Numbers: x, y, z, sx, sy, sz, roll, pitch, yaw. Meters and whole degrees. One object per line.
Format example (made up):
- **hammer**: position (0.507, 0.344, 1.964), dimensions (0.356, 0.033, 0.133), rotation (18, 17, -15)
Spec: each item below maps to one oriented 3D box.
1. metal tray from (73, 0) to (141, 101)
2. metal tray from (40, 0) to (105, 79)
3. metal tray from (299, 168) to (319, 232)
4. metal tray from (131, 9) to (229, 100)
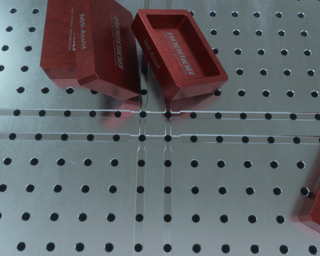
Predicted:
- **metal tray**: position (-0.069, -0.109, 0.408), dimensions (0.030, 0.090, 0.129), rotation (-15, 74, 29)
- **metal tray**: position (-0.121, -0.138, 0.458), dimensions (0.091, 0.030, 0.130), rotation (-1, 70, -1)
- **metal tray**: position (0.243, 0.079, 0.383), dimensions (0.090, 0.030, 0.130), rotation (29, 72, 10)
- **metal tray**: position (0.026, -0.106, 0.428), dimensions (0.091, 0.030, 0.130), rotation (-14, 69, -33)
